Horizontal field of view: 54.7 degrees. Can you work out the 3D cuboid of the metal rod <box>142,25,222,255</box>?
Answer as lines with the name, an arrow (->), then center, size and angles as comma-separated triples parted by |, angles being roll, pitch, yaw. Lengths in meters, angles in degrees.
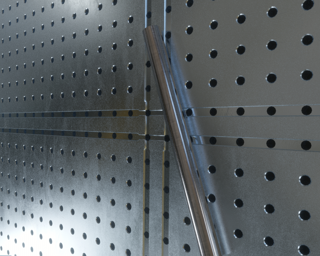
metal rod -> 0.024, 0.011, 0.387 | 0.025, 0.025, 0.299 | -23, 76, 37
